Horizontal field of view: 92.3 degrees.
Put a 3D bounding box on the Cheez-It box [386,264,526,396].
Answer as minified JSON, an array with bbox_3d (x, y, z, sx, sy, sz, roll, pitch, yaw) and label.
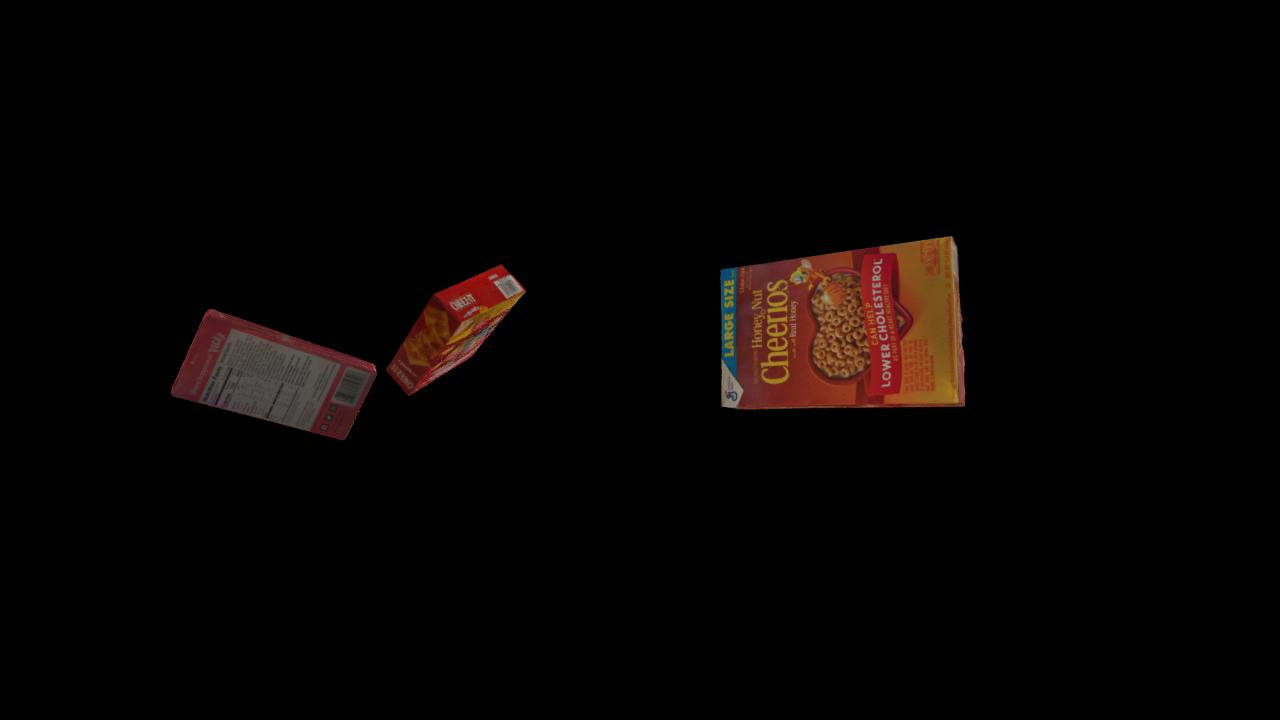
[{"bbox_3d":[-0.314,-0.051,1.046,0.223,0.071,0.166,-42,0,38],"label":"Cheez-It box"}]

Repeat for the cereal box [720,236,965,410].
[{"bbox_3d":[0.256,-0.036,0.819,0.306,0.203,0.081,-3,-8,33],"label":"cereal box"}]

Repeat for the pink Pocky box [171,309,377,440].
[{"bbox_3d":[-0.350,0.018,0.599,0.155,0.084,0.029,24,9,-33],"label":"pink Pocky box"}]
